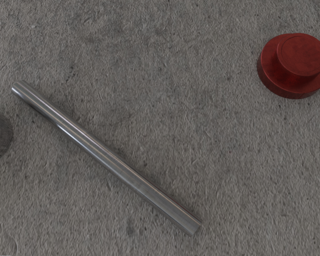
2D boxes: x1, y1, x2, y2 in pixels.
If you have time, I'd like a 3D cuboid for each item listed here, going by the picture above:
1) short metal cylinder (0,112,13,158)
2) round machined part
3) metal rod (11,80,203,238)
[{"bbox_3d":[-0.238,0.005,0.391,0.081,0.050,0.080,0,70,0],"label":"short metal cylinder"},{"bbox_3d":[0.191,-0.093,0.434,0.099,0.042,0.098,0,70,0],"label":"round machined part"},{"bbox_3d":[-0.075,0.031,0.395,0.300,0.025,0.025,36,74,12],"label":"metal rod"}]
